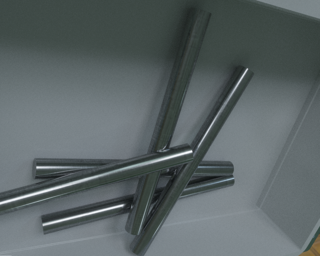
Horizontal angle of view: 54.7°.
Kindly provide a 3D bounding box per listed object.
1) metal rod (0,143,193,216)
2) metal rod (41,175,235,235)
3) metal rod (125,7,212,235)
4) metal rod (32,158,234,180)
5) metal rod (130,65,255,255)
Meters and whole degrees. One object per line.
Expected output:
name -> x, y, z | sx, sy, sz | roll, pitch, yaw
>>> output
metal rod -> -0.104, 0.066, 0.359 | 0.302, 0.025, 0.025 | -14, 125, -15
metal rod -> -0.017, 0.107, 0.465 | 0.303, 0.025, 0.025 | -8, 122, -25
metal rod -> 0.005, 0.004, 0.391 | 0.025, 0.025, 0.298 | 7, 109, -32
metal rod -> -0.016, 0.057, 0.435 | 0.302, 0.025, 0.025 | 4, 116, -31
metal rod -> 0.043, 0.049, 0.436 | 0.025, 0.025, 0.299 | 27, 95, -38
